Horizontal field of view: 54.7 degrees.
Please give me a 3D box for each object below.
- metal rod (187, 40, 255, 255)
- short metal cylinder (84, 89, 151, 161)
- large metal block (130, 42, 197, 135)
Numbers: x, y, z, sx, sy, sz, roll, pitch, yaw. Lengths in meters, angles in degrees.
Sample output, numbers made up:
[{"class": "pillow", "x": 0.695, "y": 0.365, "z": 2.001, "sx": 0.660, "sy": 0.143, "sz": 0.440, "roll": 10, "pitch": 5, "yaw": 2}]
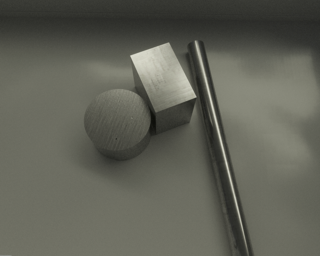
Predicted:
[{"class": "metal rod", "x": 0.075, "y": 0.018, "z": 0.404, "sx": 0.025, "sy": 0.025, "sz": 0.299, "roll": -8, "pitch": 70, "yaw": -3}, {"class": "short metal cylinder", "x": -0.051, "y": -0.003, "z": 0.397, "sx": 0.081, "sy": 0.050, "sz": 0.080, "roll": 0, "pitch": 70, "yaw": 0}, {"class": "large metal block", "x": 0.003, "y": -0.047, "z": 0.398, "sx": 0.050, "sy": 0.080, "sz": 0.080, "roll": -21, "pitch": 72, "yaw": -8}]
